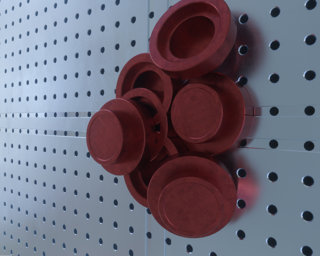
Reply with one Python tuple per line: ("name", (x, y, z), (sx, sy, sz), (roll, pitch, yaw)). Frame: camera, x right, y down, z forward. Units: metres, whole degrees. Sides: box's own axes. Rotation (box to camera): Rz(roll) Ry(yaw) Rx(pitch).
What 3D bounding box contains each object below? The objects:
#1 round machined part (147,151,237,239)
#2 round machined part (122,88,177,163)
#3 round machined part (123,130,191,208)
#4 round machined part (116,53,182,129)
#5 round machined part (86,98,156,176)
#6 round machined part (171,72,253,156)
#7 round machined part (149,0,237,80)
("round machined part", (0.034, 0.078, 0.339), (0.098, 0.042, 0.097), (1, 103, 7))
("round machined part", (-0.015, -0.002, 0.411), (0.098, 0.042, 0.097), (0, 90, 40))
("round machined part", (0.001, 0.051, 0.398), (0.098, 0.042, 0.097), (0, 90, 40))
("round machined part", (-0.010, -0.046, 0.408), (0.098, 0.042, 0.097), (0, 90, 40))
("round machined part", (-0.055, 0.011, 0.390), (0.098, 0.042, 0.097), (0, 90, 40))
("round machined part", (0.052, -0.016, 0.356), (0.098, 0.042, 0.097), (0, 90, 40))
("round machined part", (0.040, -0.097, 0.352), (0.098, 0.042, 0.098), (-14, 62, 28))
